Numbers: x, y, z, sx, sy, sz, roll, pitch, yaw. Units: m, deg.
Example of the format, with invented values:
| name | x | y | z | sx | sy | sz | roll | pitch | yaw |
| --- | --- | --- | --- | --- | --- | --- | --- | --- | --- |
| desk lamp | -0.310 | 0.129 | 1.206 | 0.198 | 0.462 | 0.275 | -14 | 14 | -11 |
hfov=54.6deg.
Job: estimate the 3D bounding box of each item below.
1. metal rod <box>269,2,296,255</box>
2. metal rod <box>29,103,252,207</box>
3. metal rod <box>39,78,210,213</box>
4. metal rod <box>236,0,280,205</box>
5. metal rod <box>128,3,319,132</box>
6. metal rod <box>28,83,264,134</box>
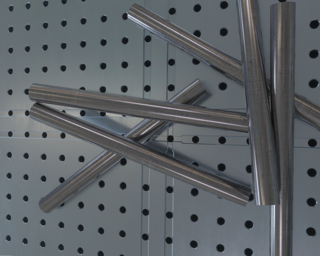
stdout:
| name | x | y | z | sx | sy | sz | roll | pitch | yaw |
| --- | --- | --- | --- | --- | --- | --- | --- | --- | --- |
| metal rod | 0.135 | 0.018 | 0.344 | 0.025 | 0.025 | 0.298 | 0 | 98 | 20 |
| metal rod | -0.032 | 0.030 | 0.400 | 0.301 | 0.025 | 0.025 | 21 | 97 | 9 |
| metal rod | -0.060 | 0.033 | 0.434 | 0.300 | 0.025 | 0.025 | -37 | 78 | 16 |
| metal rod | 0.106 | -0.068 | 0.349 | 0.025 | 0.025 | 0.299 | -6 | 78 | 20 |
| metal rod | 0.082 | -0.078 | 0.383 | 0.300 | 0.025 | 0.025 | 35 | 101 | 16 |
| metal rod | -0.023 | -0.025 | 0.388 | 0.301 | 0.025 | 0.025 | 9 | 93 | 11 |
